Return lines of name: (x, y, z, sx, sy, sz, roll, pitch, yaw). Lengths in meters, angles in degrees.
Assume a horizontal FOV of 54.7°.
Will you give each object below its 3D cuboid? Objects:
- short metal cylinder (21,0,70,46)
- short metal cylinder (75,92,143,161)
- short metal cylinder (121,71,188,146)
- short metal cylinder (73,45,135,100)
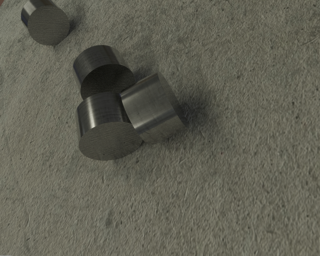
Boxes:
short metal cylinder: (-0.229, -0.213, 0.620, 0.080, 0.080, 0.050, -42, 51, -1)
short metal cylinder: (-0.067, -0.001, 0.404, 0.080, 0.080, 0.050, -27, 53, 11)
short metal cylinder: (-0.005, -0.024, 0.386, 0.050, 0.080, 0.080, -27, 52, 11)
short metal cylinder: (-0.083, -0.074, 0.458, 0.080, 0.080, 0.050, -35, 51, 5)
